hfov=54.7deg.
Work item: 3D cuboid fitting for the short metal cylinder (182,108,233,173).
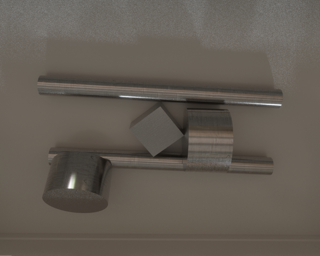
[{"bbox_3d":[0.057,0.015,0.387,0.050,0.080,0.079,2,110,-1],"label":"short metal cylinder"}]

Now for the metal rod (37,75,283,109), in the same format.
[{"bbox_3d":[0.002,-0.045,0.392,0.302,0.025,0.025,3,110,-2],"label":"metal rod"}]

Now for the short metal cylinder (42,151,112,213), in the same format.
[{"bbox_3d":[-0.105,0.072,0.403,0.081,0.050,0.080,1,144,1],"label":"short metal cylinder"}]

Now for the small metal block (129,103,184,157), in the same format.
[{"bbox_3d":[-0.004,0.001,0.410,0.050,0.025,0.050,-36,107,12],"label":"small metal block"}]

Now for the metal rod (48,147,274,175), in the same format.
[{"bbox_3d":[0.003,0.046,0.426,0.302,0.025,0.025,3,110,-2],"label":"metal rod"}]
